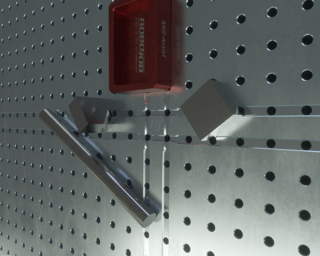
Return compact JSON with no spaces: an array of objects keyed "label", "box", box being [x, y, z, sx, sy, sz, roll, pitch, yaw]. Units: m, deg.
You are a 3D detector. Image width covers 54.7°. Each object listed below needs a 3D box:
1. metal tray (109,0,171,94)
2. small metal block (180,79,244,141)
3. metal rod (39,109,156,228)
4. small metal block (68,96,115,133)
[{"label":"metal tray","box":[-0.030,-0.115,0.428,0.090,0.030,0.129,0,90,39]},{"label":"small metal block","box":[0.059,-0.020,0.360,0.050,0.025,0.050,-43,64,31]},{"label":"metal rod","box":[-0.115,0.050,0.501,0.300,0.025,0.025,37,113,33]},{"label":"small metal block","box":[-0.106,-0.020,0.478,0.025,0.050,0.050,-41,66,32]}]
